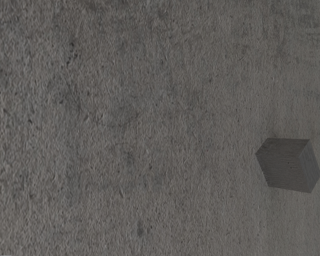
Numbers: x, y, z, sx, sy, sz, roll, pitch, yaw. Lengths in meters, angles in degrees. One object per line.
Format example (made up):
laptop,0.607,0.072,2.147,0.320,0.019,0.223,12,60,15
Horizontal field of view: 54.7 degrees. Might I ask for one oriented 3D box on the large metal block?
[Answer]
large metal block,0.233,0.066,0.564,0.050,0.080,0.080,-42,116,-32
